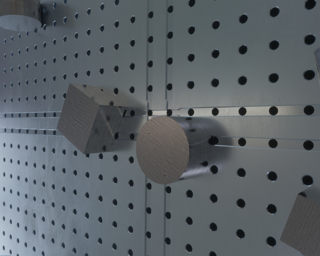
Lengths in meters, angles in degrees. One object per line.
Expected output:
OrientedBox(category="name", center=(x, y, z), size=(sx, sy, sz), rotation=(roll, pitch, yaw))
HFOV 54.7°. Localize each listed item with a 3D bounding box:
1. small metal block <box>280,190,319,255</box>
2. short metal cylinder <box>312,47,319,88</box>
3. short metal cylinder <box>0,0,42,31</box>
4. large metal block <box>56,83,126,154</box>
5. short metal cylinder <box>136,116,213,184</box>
OrientedBox(category="small metal block", center=(0.148, 0.093, 0.287), size=(0.050, 0.025, 0.050), rotation=(25, 106, 37))
OrientedBox(category="short metal cylinder", center=(0.166, -0.044, 0.237), size=(0.080, 0.081, 0.050), rotation=(-15, 80, 39))
OrientedBox(category="short metal cylinder", center=(-0.274, -0.227, 0.600), size=(0.080, 0.081, 0.050), rotation=(-7, 85, 40))
OrientedBox(category="large metal block", center=(-0.109, -0.016, 0.484), size=(0.080, 0.050, 0.079), rotation=(34, 111, 34))
OrientedBox(category="short metal cylinder", center=(0.017, 0.025, 0.379), size=(0.080, 0.050, 0.080), rotation=(0, 90, 40))
